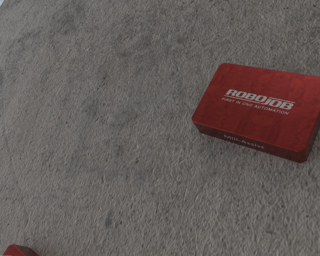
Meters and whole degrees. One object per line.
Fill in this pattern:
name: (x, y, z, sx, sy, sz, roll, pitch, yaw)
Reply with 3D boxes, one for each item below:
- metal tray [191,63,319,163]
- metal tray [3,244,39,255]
metal tray: (0.113, -0.023, 0.355, 0.130, 0.030, 0.090, 18, 71, 35)
metal tray: (-0.178, 0.217, 0.361, 0.090, 0.030, 0.130, 18, 71, 35)
